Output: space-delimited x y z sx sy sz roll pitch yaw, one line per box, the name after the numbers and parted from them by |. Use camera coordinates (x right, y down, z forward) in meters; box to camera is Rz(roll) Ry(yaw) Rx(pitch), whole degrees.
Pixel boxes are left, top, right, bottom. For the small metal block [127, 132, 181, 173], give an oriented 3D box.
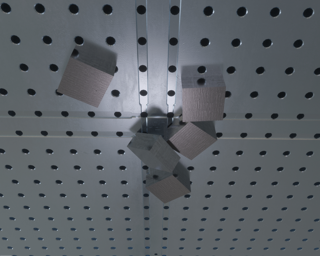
-0.009 0.033 0.423 0.050 0.025 0.050 5 145 49 | small metal block

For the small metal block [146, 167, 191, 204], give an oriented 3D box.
0.013 0.087 0.486 0.050 0.025 0.050 -29 125 22 | small metal block

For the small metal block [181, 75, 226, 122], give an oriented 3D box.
0.052 -0.036 0.382 0.050 0.025 0.050 -3 130 2 | small metal block

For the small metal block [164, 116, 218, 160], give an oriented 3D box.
0.041 0.011 0.421 0.050 0.025 0.050 32 123 -25 | small metal block

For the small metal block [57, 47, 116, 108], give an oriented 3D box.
-0.085 -0.058 0.361 0.050 0.025 0.050 22 127 -18 | small metal block
